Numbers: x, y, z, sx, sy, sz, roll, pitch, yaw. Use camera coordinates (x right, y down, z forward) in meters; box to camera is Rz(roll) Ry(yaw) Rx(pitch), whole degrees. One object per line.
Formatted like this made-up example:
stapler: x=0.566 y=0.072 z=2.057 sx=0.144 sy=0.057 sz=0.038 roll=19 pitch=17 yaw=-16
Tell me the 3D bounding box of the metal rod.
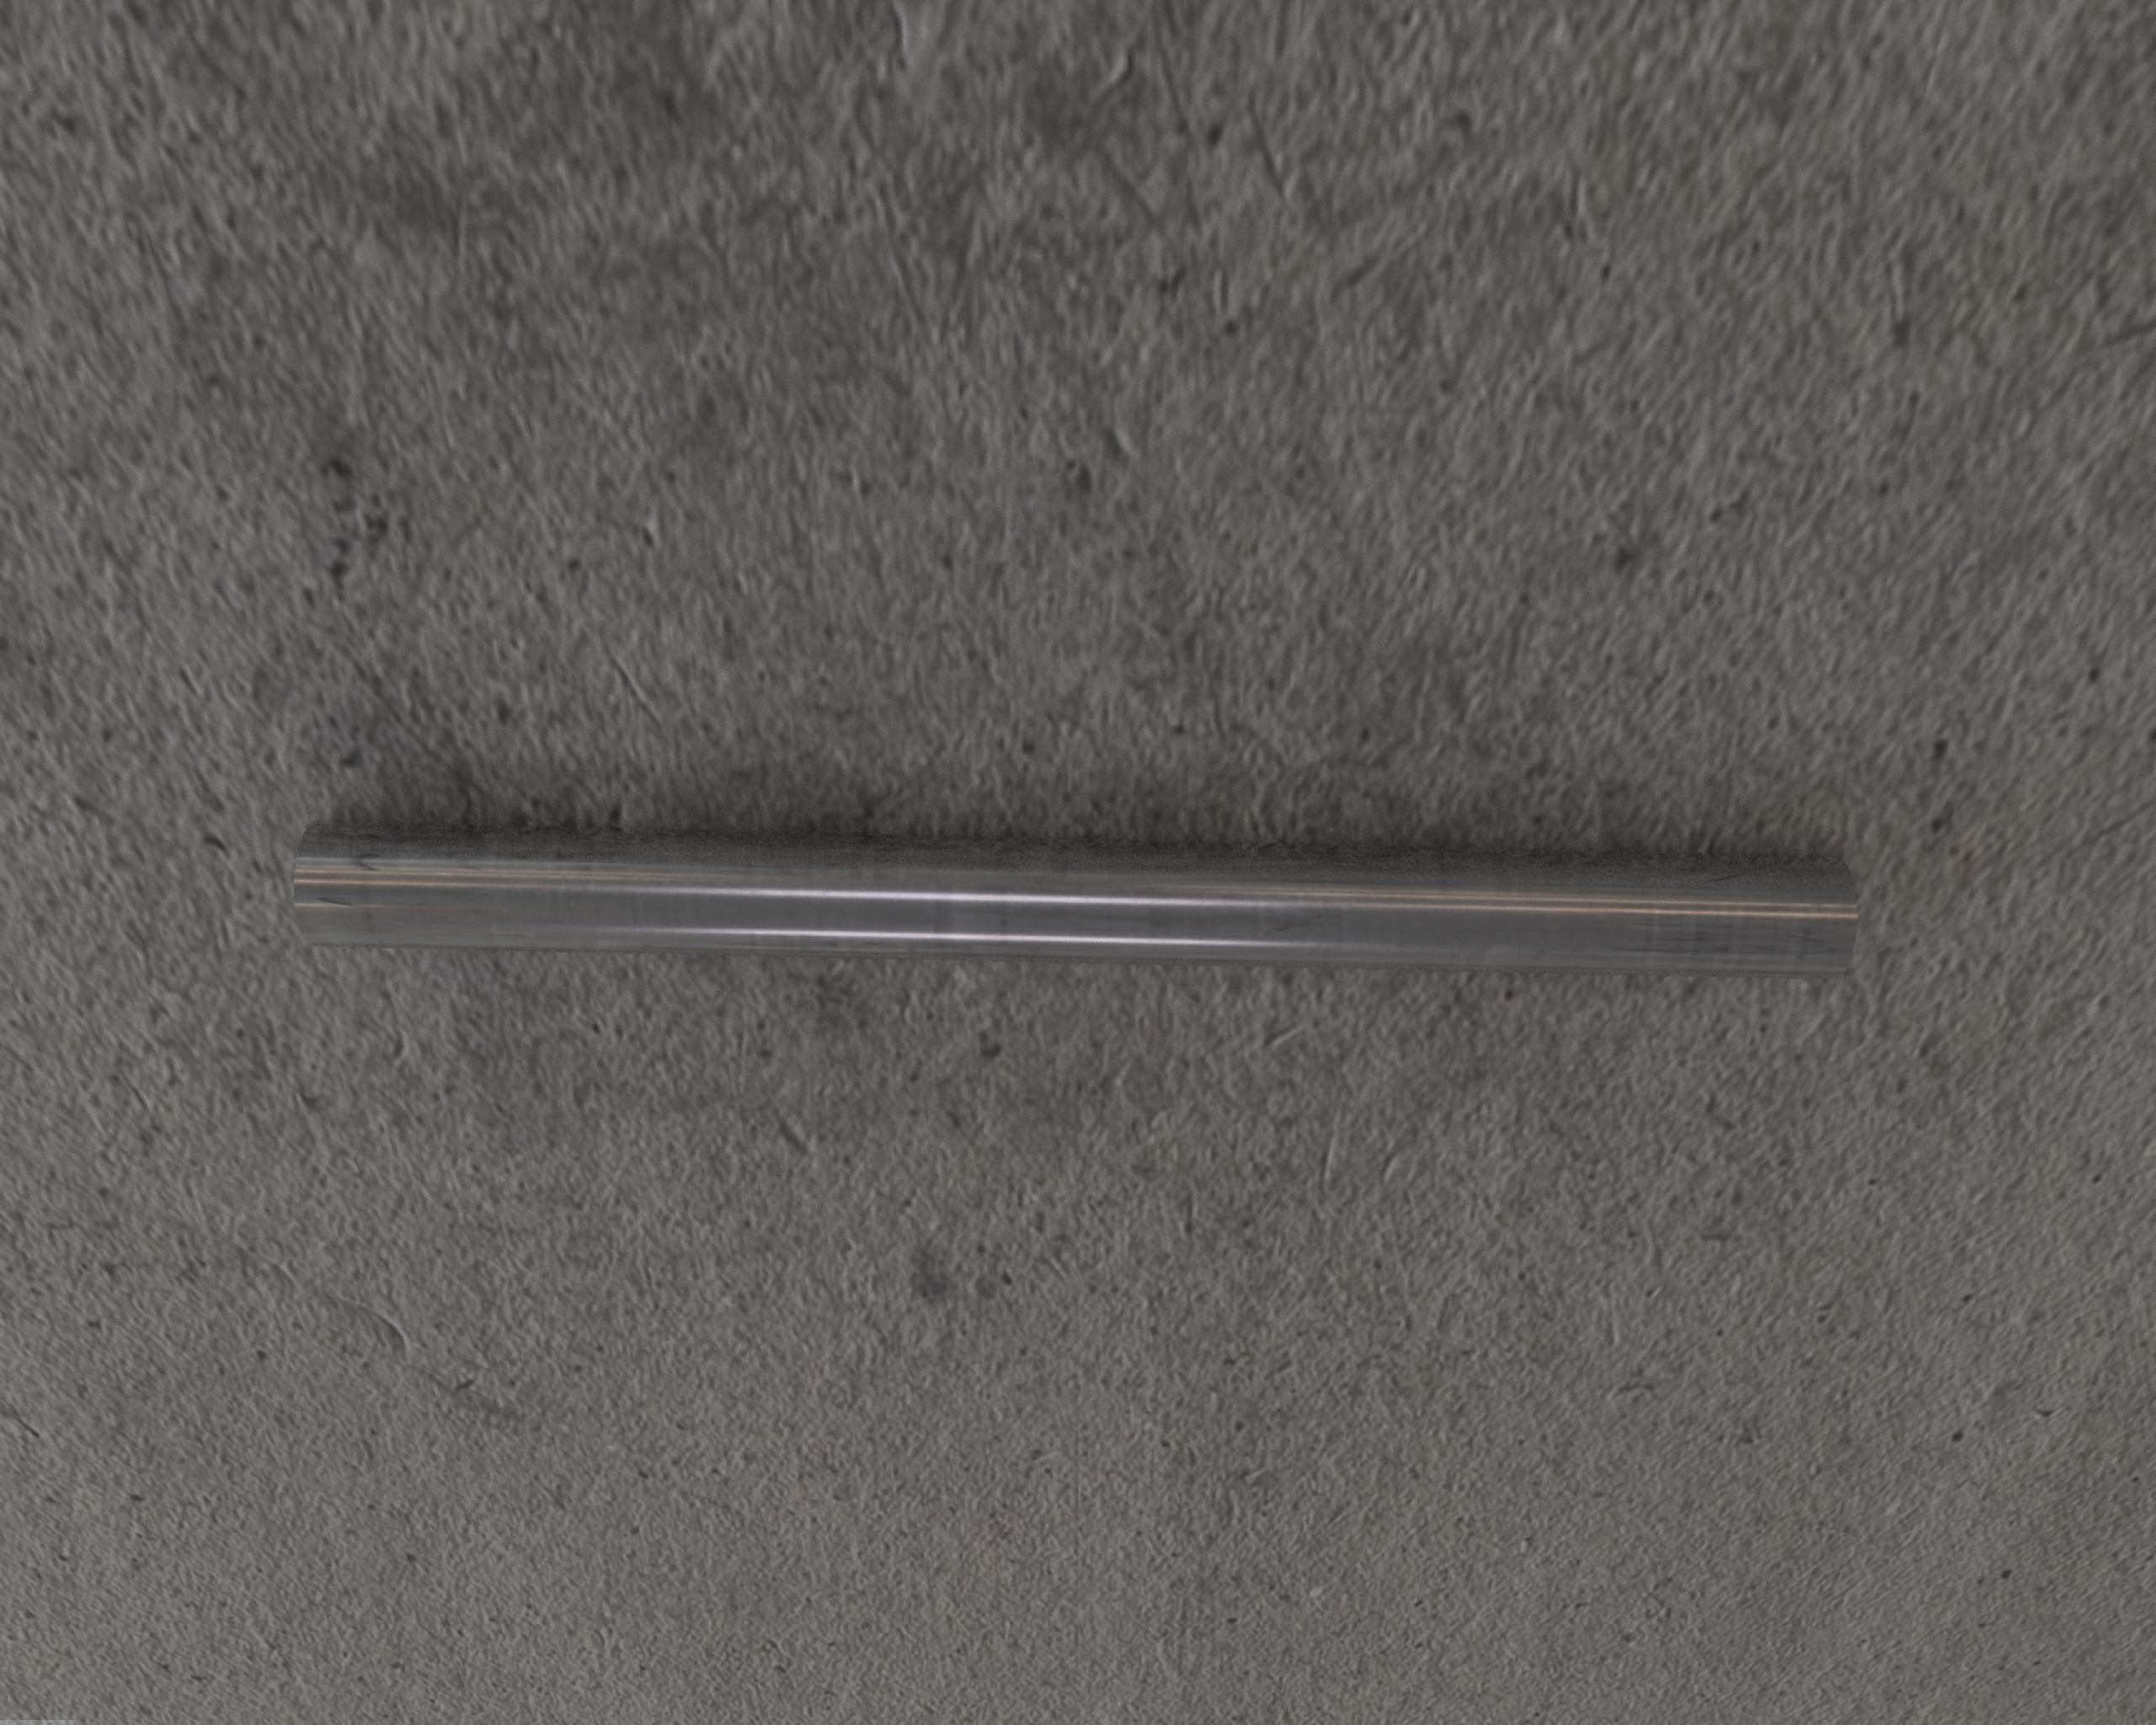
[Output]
metal rod: x=0.001 y=0.008 z=0.415 sx=0.302 sy=0.025 sz=0.025 roll=1 pitch=130 yaw=-2
